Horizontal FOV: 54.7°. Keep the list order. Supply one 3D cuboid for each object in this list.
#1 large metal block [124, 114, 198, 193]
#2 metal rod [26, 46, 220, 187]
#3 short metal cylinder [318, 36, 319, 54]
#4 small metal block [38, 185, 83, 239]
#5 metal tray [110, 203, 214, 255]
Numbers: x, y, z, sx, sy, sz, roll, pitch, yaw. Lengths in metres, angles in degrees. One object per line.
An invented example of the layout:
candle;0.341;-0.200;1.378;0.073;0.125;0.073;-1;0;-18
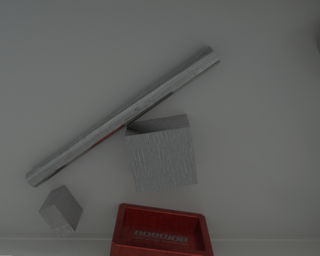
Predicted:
large metal block;0.003;0.033;0.410;0.080;0.050;0.079;-9;110;3
metal rod;-0.056;-0.009;0.407;0.300;0.025;0.025;-34;107;11
short metal cylinder;0.229;-0.087;0.353;0.050;0.080;0.080;-30;108;10
small metal block;-0.139;0.118;0.439;0.025;0.050;0.050;-26;108;9
metal tray;0.002;0.151;0.432;0.131;0.090;0.030;9;110;-4
